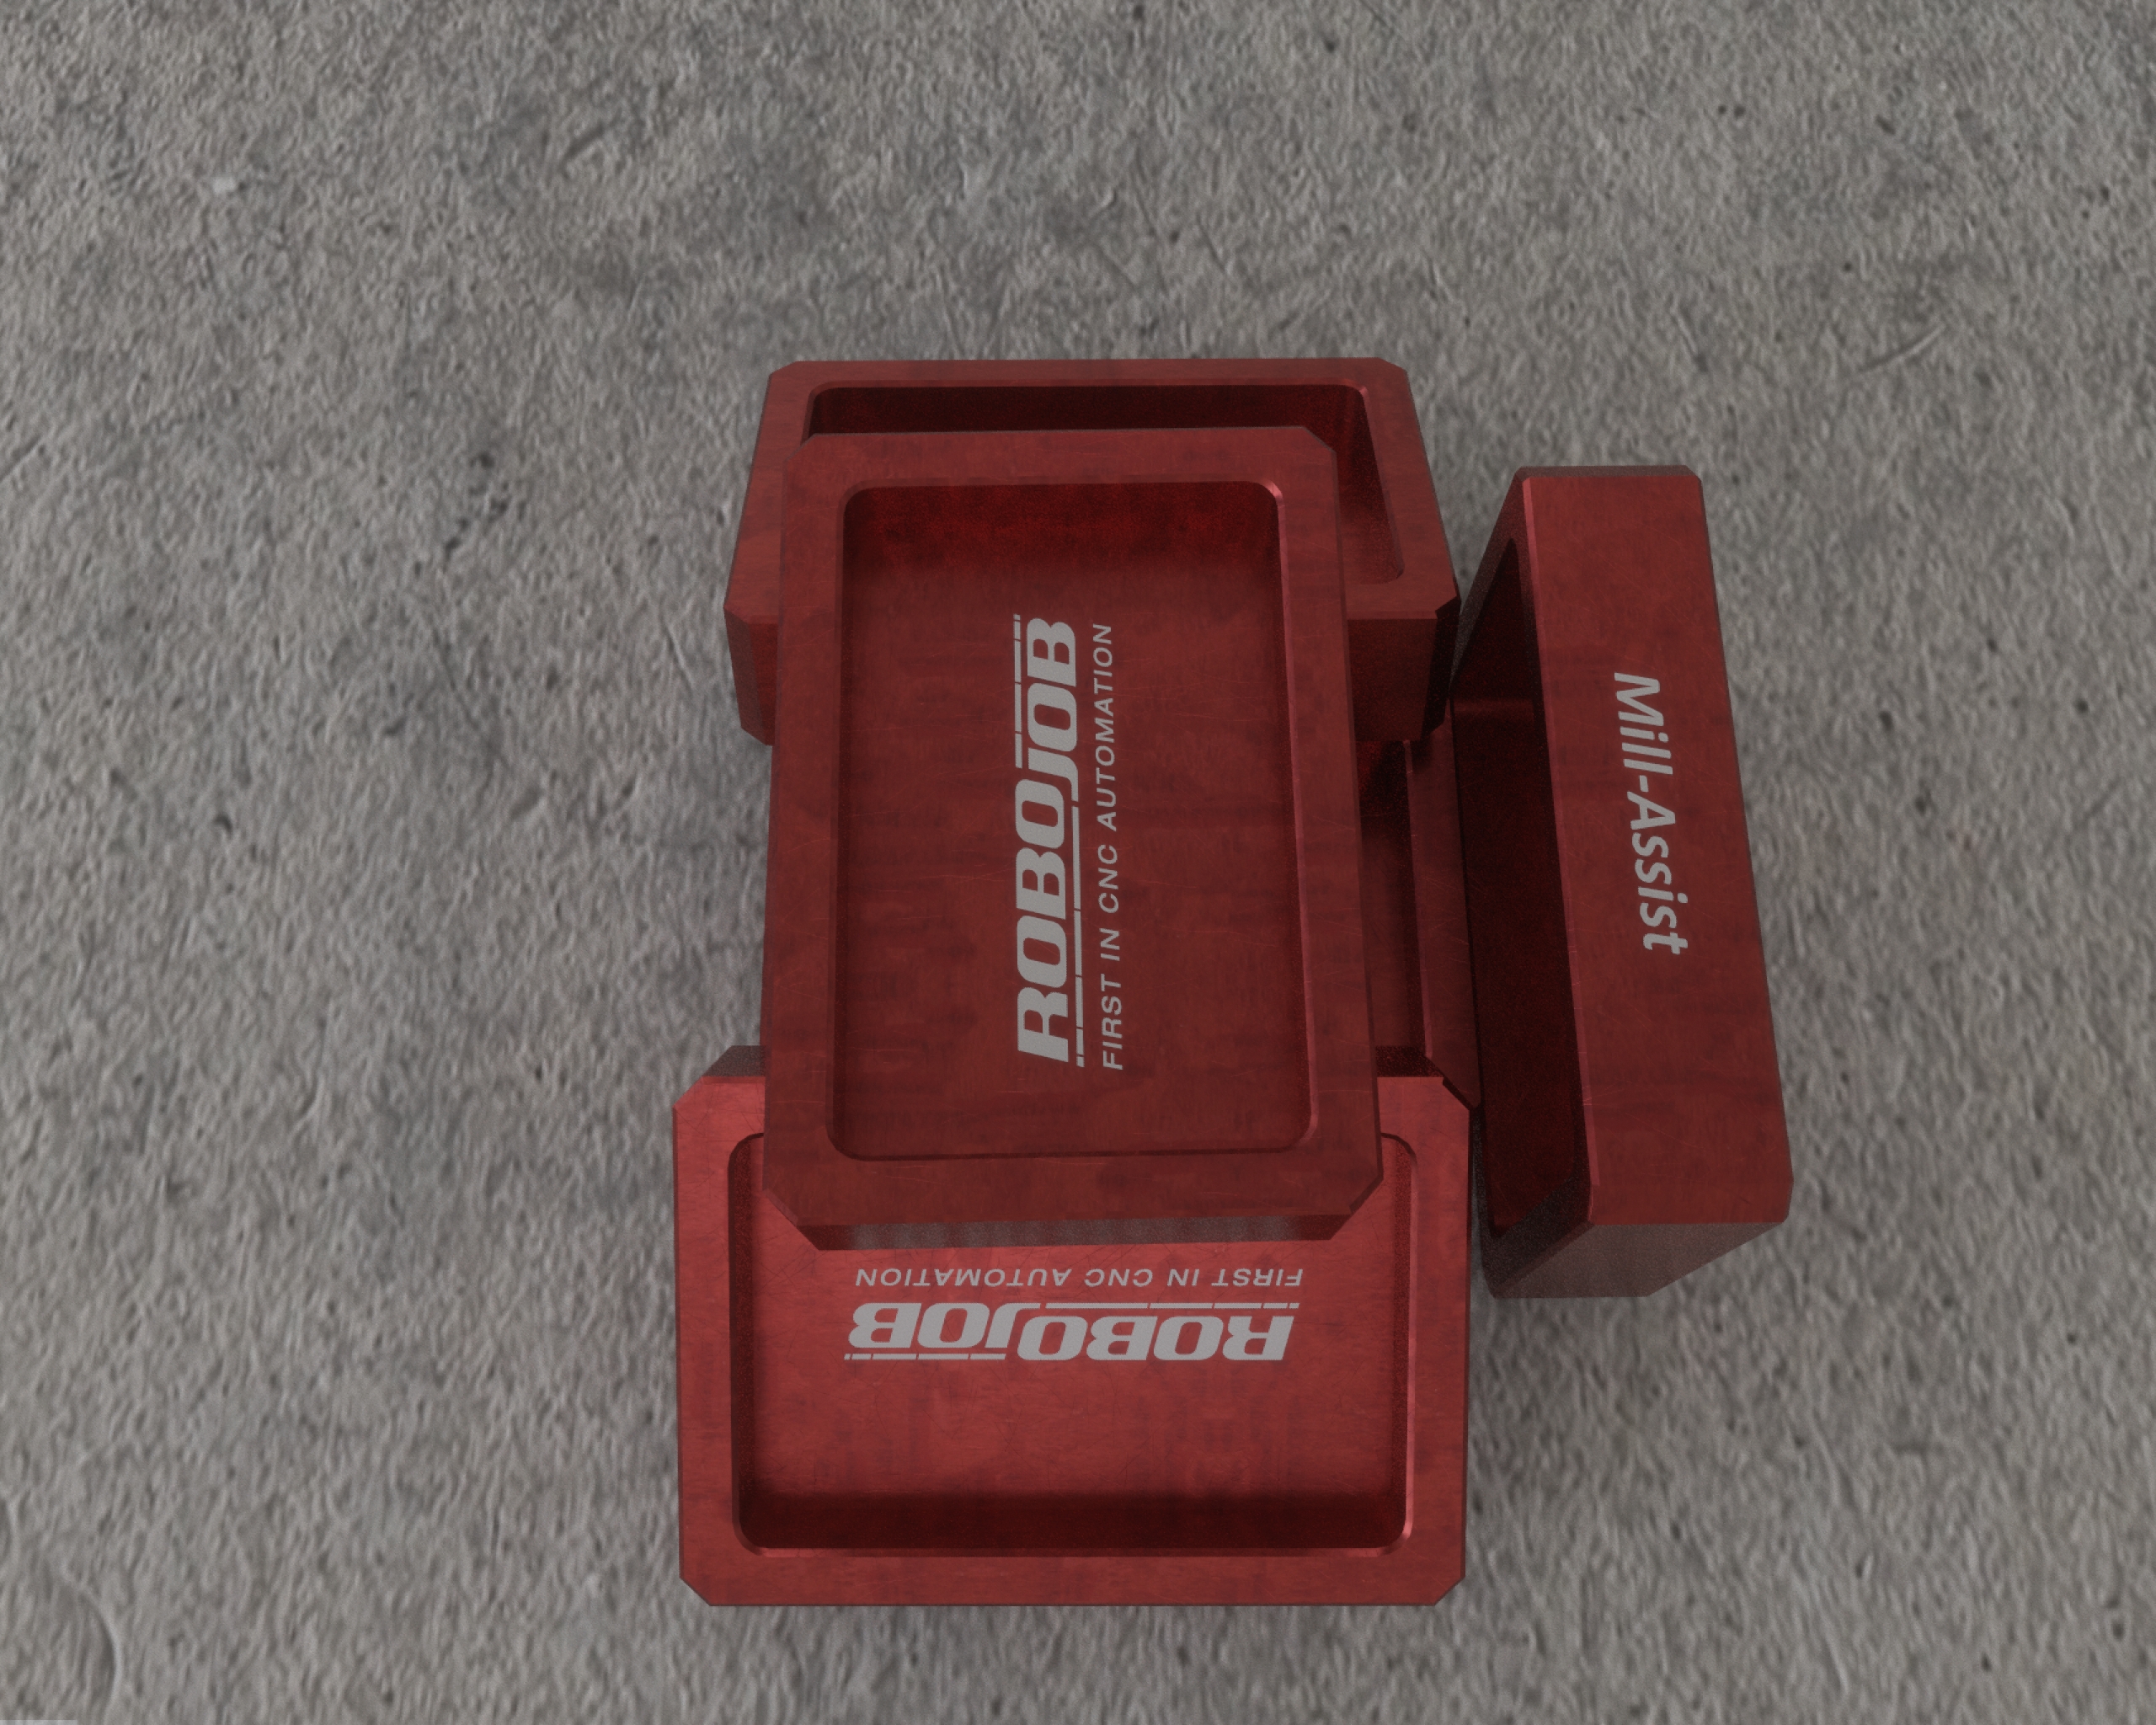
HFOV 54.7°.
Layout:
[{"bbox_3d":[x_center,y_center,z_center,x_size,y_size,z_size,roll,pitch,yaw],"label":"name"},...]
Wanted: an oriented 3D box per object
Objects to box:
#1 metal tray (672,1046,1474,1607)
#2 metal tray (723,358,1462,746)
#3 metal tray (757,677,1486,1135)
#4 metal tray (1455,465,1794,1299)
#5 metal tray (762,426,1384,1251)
[{"bbox_3d":[-0.001,0.078,0.358,0.131,0.030,0.089,0,95,0],"label":"metal tray"},{"bbox_3d":[0.003,-0.063,0.408,0.131,0.030,0.090,0,43,0],"label":"metal tray"},{"bbox_3d":[0.007,0.011,0.401,0.131,0.030,0.090,-1,70,-1],"label":"metal tray"},{"bbox_3d":[0.091,0.006,0.371,0.030,0.090,0.130,-1,70,0],"label":"metal tray"},{"bbox_3d":[-0.002,-0.005,0.336,0.091,0.030,0.129,-1,72,-1],"label":"metal tray"}]
